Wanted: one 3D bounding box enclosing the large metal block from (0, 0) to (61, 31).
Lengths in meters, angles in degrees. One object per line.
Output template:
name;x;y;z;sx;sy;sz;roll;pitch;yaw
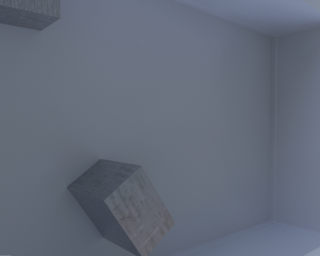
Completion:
large metal block;-0.138;-0.139;0.274;0.081;0.050;0.080;-1;91;-40

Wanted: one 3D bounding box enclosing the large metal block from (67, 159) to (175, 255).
large metal block;-0.043;0.083;0.335;0.050;0.080;0.080;-42;116;-32

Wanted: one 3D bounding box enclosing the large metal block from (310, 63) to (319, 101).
large metal block;0.409;-0.109;0.715;0.050;0.080;0.080;-49;119;-29
